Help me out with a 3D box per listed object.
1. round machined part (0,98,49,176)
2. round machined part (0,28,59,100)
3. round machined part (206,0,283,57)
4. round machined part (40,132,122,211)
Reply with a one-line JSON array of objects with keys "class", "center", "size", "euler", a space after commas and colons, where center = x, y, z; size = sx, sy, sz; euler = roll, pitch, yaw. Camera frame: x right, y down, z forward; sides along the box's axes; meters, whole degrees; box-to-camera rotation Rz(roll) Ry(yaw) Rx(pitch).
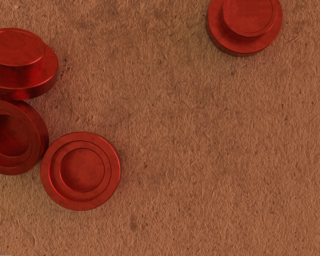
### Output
[{"class": "round machined part", "center": [-0.185, 0.007, 0.390], "size": [0.098, 0.042, 0.097], "euler": [3, 109, 8]}, {"class": "round machined part", "center": [-0.174, -0.083, 0.374], "size": [0.099, 0.042, 0.098], "euler": [10, 50, -12]}, {"class": "round machined part", "center": [0.111, -0.145, 0.402], "size": [0.099, 0.042, 0.097], "euler": [0, 90, 0]}, {"class": "round machined part", "center": [-0.098, 0.053, 0.401], "size": [0.099, 0.042, 0.097], "euler": [0, 90, 0]}]
